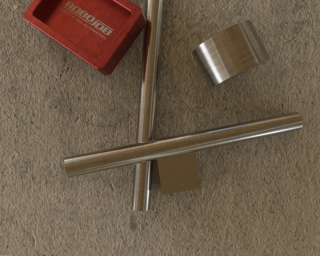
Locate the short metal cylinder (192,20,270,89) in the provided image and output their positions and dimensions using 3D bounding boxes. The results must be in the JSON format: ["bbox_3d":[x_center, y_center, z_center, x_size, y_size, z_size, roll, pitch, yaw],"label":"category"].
[{"bbox_3d":[0.087,-0.089,0.383,0.080,0.080,0.050,-27,90,0],"label":"short metal cylinder"}]

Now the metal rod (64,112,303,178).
[{"bbox_3d":[0.036,0.019,0.391,0.302,0.025,0.025,-11,90,-8],"label":"metal rod"}]

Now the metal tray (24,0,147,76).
[{"bbox_3d":[-0.095,-0.139,0.394,0.130,0.030,0.090,35,90,11],"label":"metal tray"}]

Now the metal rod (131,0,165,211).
[{"bbox_3d":[-0.015,-0.042,0.409,0.025,0.025,0.298,4,90,0],"label":"metal rod"}]

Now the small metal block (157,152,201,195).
[{"bbox_3d":[0.024,0.057,0.410,0.050,0.025,0.050,-9,90,0],"label":"small metal block"}]
